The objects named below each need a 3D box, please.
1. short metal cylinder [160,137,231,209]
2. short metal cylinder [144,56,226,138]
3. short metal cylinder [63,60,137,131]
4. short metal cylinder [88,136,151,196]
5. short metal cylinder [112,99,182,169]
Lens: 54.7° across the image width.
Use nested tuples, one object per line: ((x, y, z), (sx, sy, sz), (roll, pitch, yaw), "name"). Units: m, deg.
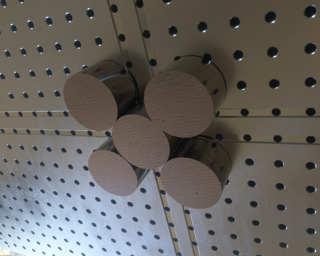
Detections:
((0.047, 0.058, 0.404), (0.080, 0.050, 0.079), (13, 124, 20), "short metal cylinder")
((0.029, -0.036, 0.354), (0.080, 0.050, 0.079), (13, 124, 20), "short metal cylinder")
((-0.078, -0.042, 0.407), (0.080, 0.050, 0.079), (13, 124, 20), "short metal cylinder")
((-0.057, 0.053, 0.455), (0.080, 0.050, 0.079), (13, 124, 20), "short metal cylinder")
((-0.015, 0.007, 0.405), (0.080, 0.050, 0.079), (13, 124, 20), "short metal cylinder")
